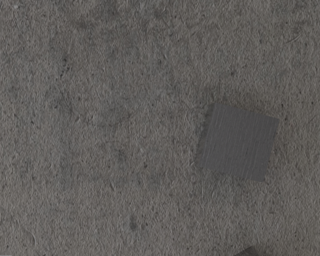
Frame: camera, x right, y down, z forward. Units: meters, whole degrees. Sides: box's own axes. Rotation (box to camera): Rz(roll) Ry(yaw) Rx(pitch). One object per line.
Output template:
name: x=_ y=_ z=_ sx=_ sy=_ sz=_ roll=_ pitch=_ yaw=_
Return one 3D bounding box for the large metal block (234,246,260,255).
large metal block: x=0.111 y=0.215 z=0.398 sx=0.080 sy=0.050 sz=0.080 roll=-30 pitch=90 yaw=0

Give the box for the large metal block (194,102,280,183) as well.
large metal block: x=0.095 y=0.017 z=0.398 sx=0.080 sy=0.050 sz=0.080 roll=14 pitch=90 yaw=0
